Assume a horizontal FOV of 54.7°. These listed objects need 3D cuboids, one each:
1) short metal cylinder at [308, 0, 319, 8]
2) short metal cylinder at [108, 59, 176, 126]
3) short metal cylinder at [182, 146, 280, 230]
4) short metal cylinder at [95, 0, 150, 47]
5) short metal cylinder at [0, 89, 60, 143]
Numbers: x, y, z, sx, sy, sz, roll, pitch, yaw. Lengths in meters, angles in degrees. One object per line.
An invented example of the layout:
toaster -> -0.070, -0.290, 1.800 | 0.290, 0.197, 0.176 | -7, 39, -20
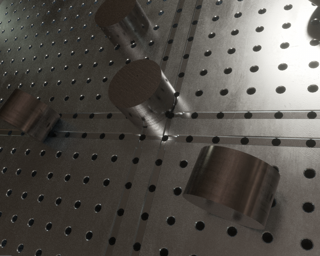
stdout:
short metal cylinder -> 0.220, -0.178, 0.367 | 0.080, 0.080, 0.050 | -33, 52, 6
short metal cylinder -> -0.024, -0.049, 0.433 | 0.080, 0.050, 0.080 | -13, 56, 20
short metal cylinder -> 0.069, 0.058, 0.301 | 0.080, 0.080, 0.050 | 13, 68, 33
short metal cylinder -> -0.065, -0.189, 0.541 | 0.080, 0.050, 0.080 | -13, 56, 20
short metal cylinder -> -0.208, -0.018, 0.491 | 0.080, 0.080, 0.050 | 19, 72, 35
